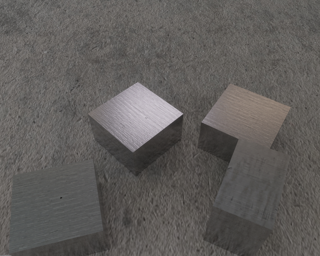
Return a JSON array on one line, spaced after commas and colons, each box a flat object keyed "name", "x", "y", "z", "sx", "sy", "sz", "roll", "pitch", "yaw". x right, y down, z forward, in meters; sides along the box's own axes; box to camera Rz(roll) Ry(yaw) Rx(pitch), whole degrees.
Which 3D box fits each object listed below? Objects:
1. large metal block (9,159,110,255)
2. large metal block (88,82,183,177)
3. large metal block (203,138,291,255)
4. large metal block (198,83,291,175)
[{"name": "large metal block", "x": -0.100, "y": 0.086, "z": 0.314, "sx": 0.081, "sy": 0.050, "sz": 0.080, "roll": -11, "pitch": 51, "yaw": -9}, {"name": "large metal block", "x": -0.029, "y": -0.001, "z": 0.388, "sx": 0.080, "sy": 0.050, "sz": 0.080, "roll": 37, "pitch": 59, "yaw": 27}, {"name": "large metal block", "x": 0.084, "y": 0.071, "z": 0.308, "sx": 0.050, "sy": 0.080, "sz": 0.080, "roll": 20, "pitch": 53, "yaw": 16}, {"name": "large metal block", "x": 0.104, "y": 0.000, "z": 0.388, "sx": 0.080, "sy": 0.050, "sz": 0.080, "roll": 26, "pitch": 55, "yaw": 20}]
